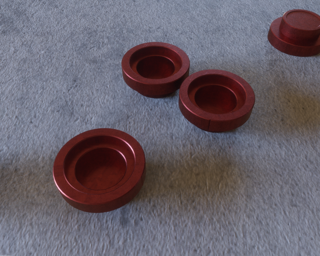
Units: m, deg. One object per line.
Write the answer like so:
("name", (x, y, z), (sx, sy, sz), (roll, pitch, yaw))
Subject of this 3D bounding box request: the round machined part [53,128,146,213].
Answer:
("round machined part", (-0.065, 0.050, 0.349), (0.099, 0.042, 0.098), (0, 50, 0))

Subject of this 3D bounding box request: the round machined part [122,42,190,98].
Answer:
("round machined part", (-0.006, -0.082, 0.461), (0.099, 0.042, 0.098), (0, 50, 0))

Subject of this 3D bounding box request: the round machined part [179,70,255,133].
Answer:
("round machined part", (0.074, -0.032, 0.420), (0.099, 0.042, 0.098), (0, 50, 0))

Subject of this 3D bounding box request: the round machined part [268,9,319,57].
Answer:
("round machined part", (0.243, -0.171, 0.539), (0.099, 0.042, 0.098), (0, 50, 0))
